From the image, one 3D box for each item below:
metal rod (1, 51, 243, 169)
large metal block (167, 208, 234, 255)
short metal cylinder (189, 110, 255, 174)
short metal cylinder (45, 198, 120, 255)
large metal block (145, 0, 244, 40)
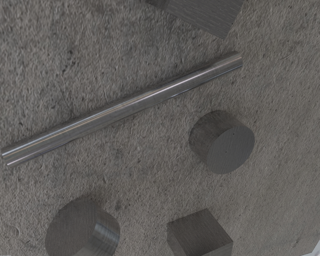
[{"bbox_3d":[-0.033,-0.028,0.371,0.302,0.025,0.025,-25,128,-13],"label":"metal rod"},{"bbox_3d":[0.065,0.194,0.527,0.081,0.080,0.050,-15,125,-20],"label":"large metal block"},{"bbox_3d":[0.090,0.020,0.453,0.081,0.050,0.079,-14,124,-21],"label":"short metal cylinder"},{"bbox_3d":[-0.100,0.139,0.403,0.080,0.080,0.050,-39,129,-2],"label":"short metal cylinder"},{"bbox_3d":[0.044,-0.149,0.322,0.081,0.050,0.080,13,112,-34],"label":"large metal block"}]
